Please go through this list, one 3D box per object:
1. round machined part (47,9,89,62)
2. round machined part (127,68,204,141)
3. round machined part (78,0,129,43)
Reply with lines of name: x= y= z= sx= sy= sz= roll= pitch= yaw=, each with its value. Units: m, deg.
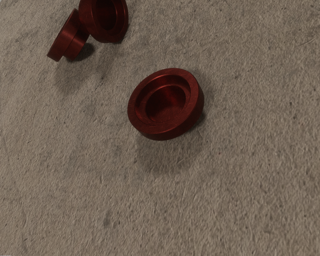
round machined part: x=-0.159 y=-0.159 z=0.554 sx=0.098 sy=0.042 sz=0.098 roll=-42 pitch=30 yaw=33
round machined part: x=0.011 y=-0.026 z=0.403 sx=0.098 sy=0.042 sz=0.098 roll=-13 pitch=56 yaw=20
round machined part: x=-0.099 y=-0.194 z=0.526 sx=0.042 sy=0.098 sz=0.098 roll=5 pitch=64 yaw=30
